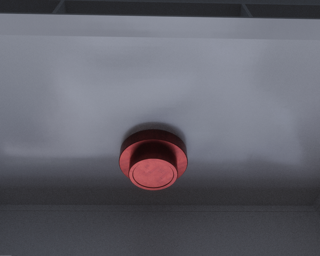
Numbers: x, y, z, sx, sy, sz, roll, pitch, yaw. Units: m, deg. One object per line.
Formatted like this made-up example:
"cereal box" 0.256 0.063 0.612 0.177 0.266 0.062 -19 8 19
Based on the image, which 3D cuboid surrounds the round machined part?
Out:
"round machined part" -0.009 0.052 0.442 0.099 0.042 0.097 -1 130 0
